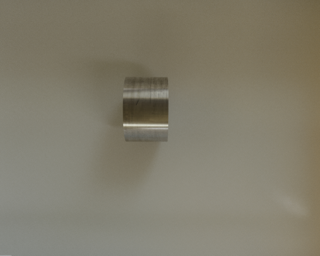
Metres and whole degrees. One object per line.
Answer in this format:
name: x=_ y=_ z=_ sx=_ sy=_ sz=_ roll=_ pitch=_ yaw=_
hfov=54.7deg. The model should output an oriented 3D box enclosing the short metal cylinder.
short metal cylinder: x=-0.016 y=-0.023 z=0.381 sx=0.050 sy=0.080 sz=0.079 roll=0 pitch=90 yaw=0
